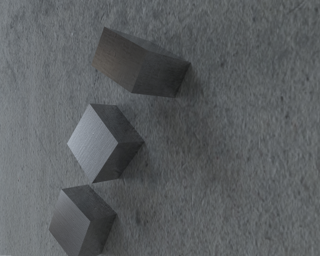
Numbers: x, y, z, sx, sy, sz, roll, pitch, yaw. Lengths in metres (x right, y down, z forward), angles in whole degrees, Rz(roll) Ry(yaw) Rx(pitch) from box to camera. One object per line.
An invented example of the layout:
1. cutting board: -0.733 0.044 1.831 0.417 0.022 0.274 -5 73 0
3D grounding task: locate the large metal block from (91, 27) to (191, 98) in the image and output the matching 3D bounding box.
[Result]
1. large metal block: -0.023 -0.080 0.387 0.080 0.081 0.050 36 112 33

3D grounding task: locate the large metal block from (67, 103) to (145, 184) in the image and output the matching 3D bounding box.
1. large metal block: -0.081 0.021 0.453 0.080 0.050 0.080 50 119 28

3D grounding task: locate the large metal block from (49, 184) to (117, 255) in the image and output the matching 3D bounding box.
1. large metal block: -0.123 0.148 0.487 0.080 0.050 0.079 34 111 34
